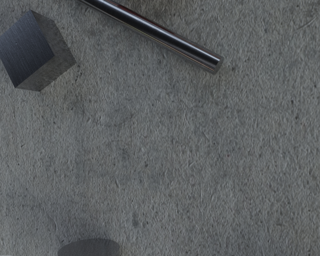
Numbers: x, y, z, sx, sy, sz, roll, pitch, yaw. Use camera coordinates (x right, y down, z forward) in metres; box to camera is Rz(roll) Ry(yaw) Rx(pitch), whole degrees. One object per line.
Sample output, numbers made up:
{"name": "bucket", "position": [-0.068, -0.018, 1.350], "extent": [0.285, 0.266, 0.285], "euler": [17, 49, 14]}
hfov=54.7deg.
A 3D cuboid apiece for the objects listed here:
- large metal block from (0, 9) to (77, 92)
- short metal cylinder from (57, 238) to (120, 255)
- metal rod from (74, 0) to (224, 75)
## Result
{"name": "large metal block", "position": [-0.186, -0.112, 0.461], "extent": [0.080, 0.050, 0.080], "euler": [-33, 80, 17]}
{"name": "short metal cylinder", "position": [-0.094, 0.186, 0.413], "extent": [0.080, 0.080, 0.050], "euler": [-2, 90, 20]}
{"name": "metal rod", "position": [-0.049, -0.153, 0.426], "extent": [0.300, 0.025, 0.025], "euler": [32, 101, 17]}
